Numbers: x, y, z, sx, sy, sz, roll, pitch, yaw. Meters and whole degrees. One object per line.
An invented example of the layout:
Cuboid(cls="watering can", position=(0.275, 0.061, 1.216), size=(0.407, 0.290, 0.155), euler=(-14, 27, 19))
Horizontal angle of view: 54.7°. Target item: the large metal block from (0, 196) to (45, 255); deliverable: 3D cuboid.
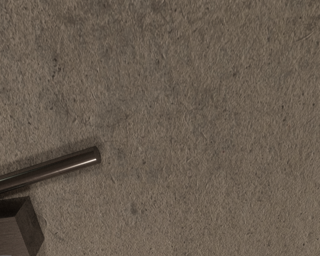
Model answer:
Cuboid(cls="large metal block", position=(-0.227, 0.152, 0.449), size=(0.080, 0.050, 0.079), euler=(-9, 110, 2))

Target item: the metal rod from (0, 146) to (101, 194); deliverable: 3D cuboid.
Cuboid(cls="metal rod", position=(-0.228, 0.081, 0.436), size=(0.301, 0.025, 0.025), euler=(-17, 109, 6))
